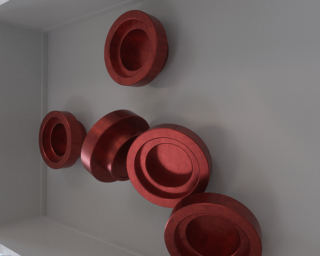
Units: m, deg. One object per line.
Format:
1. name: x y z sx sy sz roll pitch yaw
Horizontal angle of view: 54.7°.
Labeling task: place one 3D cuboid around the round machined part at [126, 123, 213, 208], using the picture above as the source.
1. round machined part: 0.013 0.041 0.369 0.098 0.042 0.097 5 107 17

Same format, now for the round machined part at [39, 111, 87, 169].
1. round machined part: -0.163 0.020 0.531 0.098 0.042 0.097 0 90 40

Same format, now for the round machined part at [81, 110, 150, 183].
1. round machined part: -0.047 0.029 0.399 0.042 0.099 0.097 31 110 36

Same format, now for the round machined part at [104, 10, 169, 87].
1. round machined part: -0.027 -0.104 0.419 0.098 0.042 0.097 0 90 40

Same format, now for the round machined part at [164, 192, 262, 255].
1. round machined part: 0.057 0.111 0.331 0.098 0.042 0.097 6 112 15
